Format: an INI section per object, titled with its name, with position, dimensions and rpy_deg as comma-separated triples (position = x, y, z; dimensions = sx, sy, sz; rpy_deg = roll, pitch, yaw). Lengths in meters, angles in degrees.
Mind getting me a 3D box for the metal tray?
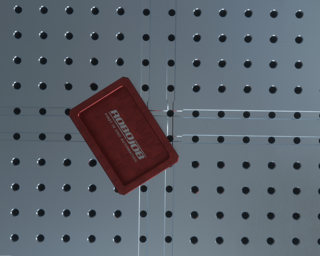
[metal tray]
position = -0.046, 0.010, 0.410
dimensions = 0.090, 0.030, 0.130
rpy_deg = -33, 90, 0
